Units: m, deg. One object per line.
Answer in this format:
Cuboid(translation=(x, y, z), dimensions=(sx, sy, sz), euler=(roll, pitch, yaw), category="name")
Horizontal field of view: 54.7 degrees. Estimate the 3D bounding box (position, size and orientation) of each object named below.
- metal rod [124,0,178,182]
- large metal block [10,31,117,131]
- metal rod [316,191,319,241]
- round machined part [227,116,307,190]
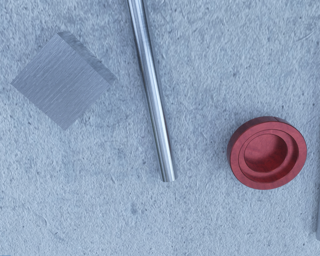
Cuboid(translation=(-0.013, -0.068, 0.384), dimensions=(0.025, 0.025, 0.298), euler=(-10, 110, 3), category="metal rod")
Cuboid(translation=(-0.112, -0.058, 0.374), dimensions=(0.080, 0.050, 0.080), euler=(-42, 105, 13), category="large metal block")
Cuboid(translation=(0.238, 0.030, 0.424), dimensions=(0.025, 0.025, 0.298), euler=(-6, 110, 2), category="metal rod")
Cuboid(translation=(0.138, 0.030, 0.414), dimensions=(0.099, 0.042, 0.097), euler=(0, 110, -1), category="round machined part")
